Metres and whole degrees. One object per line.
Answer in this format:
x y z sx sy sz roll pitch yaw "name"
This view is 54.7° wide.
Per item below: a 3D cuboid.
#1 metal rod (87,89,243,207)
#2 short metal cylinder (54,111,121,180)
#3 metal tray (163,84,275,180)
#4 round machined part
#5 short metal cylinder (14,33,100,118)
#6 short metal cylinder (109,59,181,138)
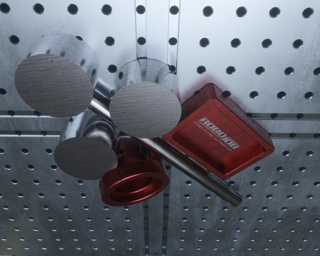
0.019 0.040 0.446 0.301 0.025 0.025 36 121 -27 "metal rod"
-0.094 0.024 0.415 0.081 0.050 0.079 0 130 0 "short metal cylinder"
0.079 0.011 0.417 0.130 0.030 0.090 36 122 -27 "metal tray"
-0.039 0.071 0.447 0.099 0.042 0.098 -15 147 -10 "round machined part"
-0.111 -0.058 0.345 0.081 0.050 0.079 0 130 0 "short metal cylinder"
-0.016 -0.034 0.365 0.081 0.050 0.079 0 130 0 "short metal cylinder"
